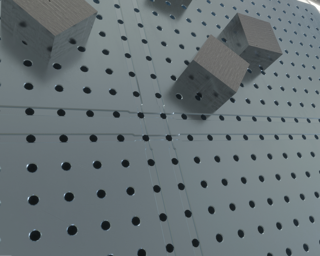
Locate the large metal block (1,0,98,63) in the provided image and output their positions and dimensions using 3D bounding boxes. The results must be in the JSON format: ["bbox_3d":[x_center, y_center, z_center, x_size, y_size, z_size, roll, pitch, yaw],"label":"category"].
[{"bbox_3d":[-0.144,-0.145,0.404,0.080,0.050,0.080,40,51,-1],"label":"large metal block"}]

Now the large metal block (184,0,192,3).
[{"bbox_3d":[0.037,-0.301,0.598,0.081,0.050,0.080,18,54,-18],"label":"large metal block"}]

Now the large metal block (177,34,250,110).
[{"bbox_3d":[0.087,-0.090,0.496,0.080,0.050,0.080,36,51,-5],"label":"large metal block"}]

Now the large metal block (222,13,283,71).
[{"bbox_3d":[0.173,-0.162,0.587,0.081,0.050,0.080,5,59,-26],"label":"large metal block"}]
